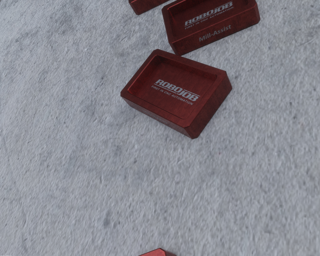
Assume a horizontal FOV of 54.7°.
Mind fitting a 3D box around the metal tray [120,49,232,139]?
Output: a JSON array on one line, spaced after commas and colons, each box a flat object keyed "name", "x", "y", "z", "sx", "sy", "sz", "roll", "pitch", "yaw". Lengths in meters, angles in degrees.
[{"name": "metal tray", "x": 0.019, "y": -0.051, "z": 0.420, "sx": 0.130, "sy": 0.030, "sz": 0.090, "roll": 29, "pitch": 77, "yaw": 37}]

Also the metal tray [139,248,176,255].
[{"name": "metal tray", "x": -0.015, "y": 0.192, "z": 0.289, "sx": 0.090, "sy": 0.030, "sz": 0.130, "roll": -25, "pitch": 53, "yaw": 12}]

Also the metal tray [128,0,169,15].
[{"name": "metal tray", "x": -0.017, "y": -0.278, "z": 0.579, "sx": 0.090, "sy": 0.030, "sz": 0.130, "roll": -20, "pitch": 54, "yaw": 15}]

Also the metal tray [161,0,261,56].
[{"name": "metal tray", "x": 0.072, "y": -0.172, "z": 0.466, "sx": 0.130, "sy": 0.030, "sz": 0.090, "roll": -20, "pitch": 54, "yaw": 16}]
